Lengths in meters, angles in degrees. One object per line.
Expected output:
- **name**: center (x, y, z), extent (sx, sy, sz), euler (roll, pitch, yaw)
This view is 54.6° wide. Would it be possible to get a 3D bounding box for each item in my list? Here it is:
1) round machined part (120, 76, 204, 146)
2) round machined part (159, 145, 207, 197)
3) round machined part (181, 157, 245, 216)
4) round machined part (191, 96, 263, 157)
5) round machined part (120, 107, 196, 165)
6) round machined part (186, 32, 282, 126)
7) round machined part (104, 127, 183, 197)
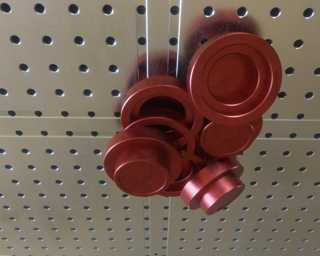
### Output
- **round machined part**: center (0.003, -0.023, 0.381), extent (0.099, 0.042, 0.097), euler (0, 130, 0)
- **round machined part**: center (0.017, 0.052, 0.444), extent (0.099, 0.042, 0.097), euler (0, 130, 0)
- **round machined part**: center (0.082, 0.087, 0.443), extent (0.099, 0.042, 0.098), euler (-27, 150, -17)
- **round machined part**: center (0.083, 0.000, 0.401), extent (0.099, 0.042, 0.097), euler (0, 130, 0)
- **round machined part**: center (-0.004, 0.011, 0.409), extent (0.099, 0.042, 0.097), euler (0, 130, 0)
- **round machined part**: center (0.077, -0.054, 0.340), extent (0.099, 0.042, 0.097), euler (-2, 109, -6)
- **round machined part**: center (-0.021, 0.049, 0.386), extent (0.099, 0.042, 0.097), euler (0, 130, 0)
